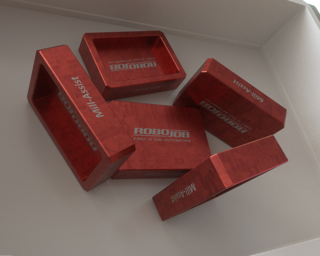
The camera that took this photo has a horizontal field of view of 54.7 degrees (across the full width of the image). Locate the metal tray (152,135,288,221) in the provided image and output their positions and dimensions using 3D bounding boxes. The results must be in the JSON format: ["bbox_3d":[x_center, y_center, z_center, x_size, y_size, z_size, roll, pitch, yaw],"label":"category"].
[{"bbox_3d":[0.059,0.057,0.333,0.091,0.129,0.030,-13,69,-34],"label":"metal tray"}]

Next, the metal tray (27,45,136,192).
[{"bbox_3d":[-0.087,-0.008,0.320,0.030,0.090,0.130,-27,77,-38],"label":"metal tray"}]

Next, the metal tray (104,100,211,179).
[{"bbox_3d":[-0.002,0.016,0.389,0.131,0.030,0.090,3,60,-27],"label":"metal tray"}]

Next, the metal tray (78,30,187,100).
[{"bbox_3d":[-0.036,-0.092,0.438,0.131,0.030,0.090,-14,69,-34],"label":"metal tray"}]

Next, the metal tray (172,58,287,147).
[{"bbox_3d":[0.094,-0.027,0.430,0.130,0.090,0.030,33,52,-7],"label":"metal tray"}]
